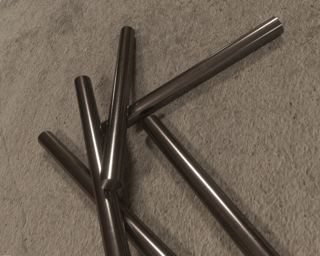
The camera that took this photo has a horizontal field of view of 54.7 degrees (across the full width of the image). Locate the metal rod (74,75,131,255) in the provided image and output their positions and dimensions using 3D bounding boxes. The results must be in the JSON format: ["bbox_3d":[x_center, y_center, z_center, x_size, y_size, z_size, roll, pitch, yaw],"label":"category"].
[{"bbox_3d":[-0.076,0.041,0.383,0.025,0.025,0.299,-28,52,10],"label":"metal rod"}]

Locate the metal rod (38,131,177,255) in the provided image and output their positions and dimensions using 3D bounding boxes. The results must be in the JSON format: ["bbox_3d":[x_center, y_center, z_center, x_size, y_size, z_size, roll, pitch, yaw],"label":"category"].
[{"bbox_3d":[-0.080,0.081,0.394,0.300,0.025,0.025,33,80,38],"label":"metal rod"}]

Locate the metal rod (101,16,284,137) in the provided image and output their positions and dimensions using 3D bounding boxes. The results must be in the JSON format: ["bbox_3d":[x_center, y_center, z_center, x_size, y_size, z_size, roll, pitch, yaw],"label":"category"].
[{"bbox_3d":[0.027,-0.058,0.424,0.300,0.025,0.025,-31,52,7],"label":"metal rod"}]

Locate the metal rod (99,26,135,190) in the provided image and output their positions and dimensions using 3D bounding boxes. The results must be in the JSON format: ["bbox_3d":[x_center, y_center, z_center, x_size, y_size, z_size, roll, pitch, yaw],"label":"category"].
[{"bbox_3d":[-0.054,-0.051,0.434,0.025,0.025,0.300,-17,46,18],"label":"metal rod"}]

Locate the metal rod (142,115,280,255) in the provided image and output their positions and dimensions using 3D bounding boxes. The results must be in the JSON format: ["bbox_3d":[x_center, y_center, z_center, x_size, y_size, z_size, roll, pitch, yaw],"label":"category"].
[{"bbox_3d":[0.063,0.081,0.320,0.025,0.025,0.300,-41,51,0],"label":"metal rod"}]
